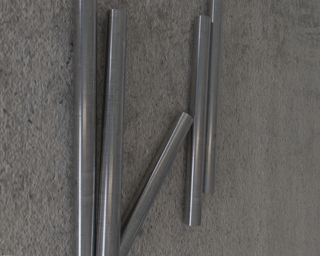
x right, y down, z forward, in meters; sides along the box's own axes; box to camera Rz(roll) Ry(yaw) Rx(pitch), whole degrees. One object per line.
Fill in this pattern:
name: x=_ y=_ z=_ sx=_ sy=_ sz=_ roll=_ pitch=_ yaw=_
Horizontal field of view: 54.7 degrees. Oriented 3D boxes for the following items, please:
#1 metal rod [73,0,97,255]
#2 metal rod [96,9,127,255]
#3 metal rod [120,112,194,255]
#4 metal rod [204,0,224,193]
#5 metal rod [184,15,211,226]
metal rod: x=-0.081 y=0.004 z=0.336 sx=0.025 sy=0.025 sz=0.298 roll=0 pitch=90 yaw=-40
metal rod: x=-0.053 y=0.015 z=0.345 sx=0.025 sy=0.025 sz=0.298 roll=6 pitch=82 yaw=-40
metal rod: x=-0.030 y=0.108 z=0.379 sx=0.025 sy=0.025 sz=0.300 roll=42 pitch=64 yaw=-32
metal rod: x=0.078 y=-0.054 z=0.469 sx=0.025 sy=0.025 sz=0.298 roll=5 pitch=87 yaw=-40
metal rod: x=0.055 y=-0.012 z=0.449 sx=0.025 sy=0.025 sz=0.298 roll=5 pitch=87 yaw=-40
